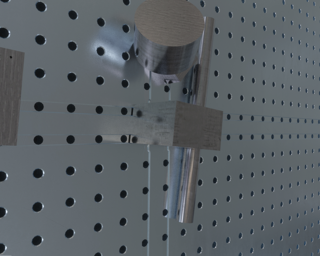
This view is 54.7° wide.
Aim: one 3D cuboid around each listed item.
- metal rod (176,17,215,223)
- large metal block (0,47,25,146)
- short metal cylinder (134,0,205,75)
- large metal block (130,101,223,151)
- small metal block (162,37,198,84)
[{"bbox_3d":[0.053,-0.015,0.453,0.025,0.025,0.298,12,82,-40],"label":"metal rod"},{"bbox_3d":[-0.165,-0.028,0.255,0.081,0.050,0.080,6,86,-40],"label":"large metal block"},{"bbox_3d":[0.009,-0.111,0.374,0.081,0.050,0.080,3,62,-5],"label":"short metal cylinder"},{"bbox_3d":[0.021,-0.001,0.391,0.081,0.080,0.050,8,85,-40],"label":"large metal block"},{"bbox_3d":[0.019,-0.097,0.425,0.050,0.025,0.050,52,60,-28],"label":"small metal block"}]
